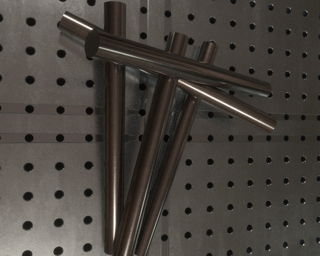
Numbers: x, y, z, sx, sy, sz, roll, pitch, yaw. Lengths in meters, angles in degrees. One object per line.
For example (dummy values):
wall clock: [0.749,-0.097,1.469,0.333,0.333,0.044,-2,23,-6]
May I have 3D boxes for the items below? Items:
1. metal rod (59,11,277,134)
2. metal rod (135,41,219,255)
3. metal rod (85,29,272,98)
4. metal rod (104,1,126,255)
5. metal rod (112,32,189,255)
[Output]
metal rod: [0.019,-0.066,0.398,0.301,0.025,0.025,25,82,-11]
metal rod: [0.022,0.023,0.421,0.025,0.025,0.299,22,83,-19]
metal rod: [0.051,-0.066,0.371,0.302,0.025,0.025,4,89,-44]
metal rod: [-0.055,0.007,0.372,0.025,0.025,0.298,-1,98,-20]
metal rod: [-0.014,0.034,0.370,0.025,0.025,0.298,14,90,-20]
